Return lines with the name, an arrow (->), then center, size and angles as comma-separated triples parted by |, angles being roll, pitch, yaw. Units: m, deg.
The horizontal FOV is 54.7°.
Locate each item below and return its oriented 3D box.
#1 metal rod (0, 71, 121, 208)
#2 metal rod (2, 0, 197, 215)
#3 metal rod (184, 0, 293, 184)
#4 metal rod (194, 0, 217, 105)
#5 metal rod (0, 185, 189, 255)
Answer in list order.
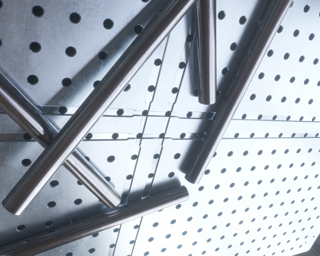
metal rod -> -0.129, 0.006, 0.344 | 0.025, 0.025, 0.299 | -36, 130, -4
metal rod -> -0.064, -0.031, 0.335 | 0.300, 0.025, 0.025 | -51, 129, -1
metal rod -> 0.106, -0.047, 0.442 | 0.025, 0.025, 0.298 | 10, 113, -33
metal rod -> 0.049, -0.160, 0.340 | 0.025, 0.025, 0.298 | -20, 126, -17
metal rod -> -0.096, 0.139, 0.446 | 0.302, 0.025, 0.025 | -14, 125, -21
